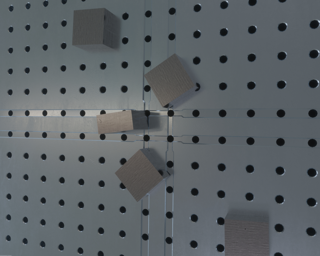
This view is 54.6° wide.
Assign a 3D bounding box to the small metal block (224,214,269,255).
[{"bbox_3d":[0.106,0.134,0.375,0.050,0.025,0.050,-1,90,20],"label":"small metal block"}]

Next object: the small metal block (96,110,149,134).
[{"bbox_3d":[-0.049,-0.007,0.417,0.050,0.050,0.025,-8,88,20],"label":"small metal block"}]

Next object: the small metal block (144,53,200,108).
[{"bbox_3d":[0.015,-0.061,0.408,0.050,0.025,0.050,-33,80,17],"label":"small metal block"}]

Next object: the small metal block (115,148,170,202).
[{"bbox_3d":[-0.024,0.063,0.422,0.050,0.025,0.050,-44,77,15],"label":"small metal block"}]

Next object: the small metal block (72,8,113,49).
[{"bbox_3d":[-0.097,-0.142,0.447,0.050,0.025,0.050,3,91,20],"label":"small metal block"}]
